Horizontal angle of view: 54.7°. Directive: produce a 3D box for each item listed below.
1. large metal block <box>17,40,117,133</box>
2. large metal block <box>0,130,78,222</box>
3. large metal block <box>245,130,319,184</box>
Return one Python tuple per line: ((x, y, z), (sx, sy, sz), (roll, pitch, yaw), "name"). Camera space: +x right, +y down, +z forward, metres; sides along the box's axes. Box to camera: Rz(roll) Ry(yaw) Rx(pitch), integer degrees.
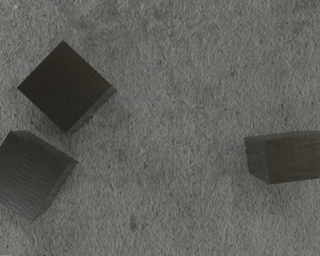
((-0.115, -0.050, 0.396), (0.080, 0.050, 0.080), (43, 90, 0), "large metal block")
((-0.167, 0.058, 0.396), (0.080, 0.050, 0.080), (32, 90, 0), "large metal block")
((0.159, 0.033, 0.384), (0.080, 0.080, 0.050), (-7, 90, 0), "large metal block")
